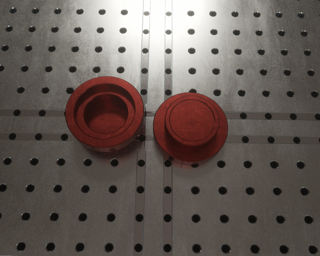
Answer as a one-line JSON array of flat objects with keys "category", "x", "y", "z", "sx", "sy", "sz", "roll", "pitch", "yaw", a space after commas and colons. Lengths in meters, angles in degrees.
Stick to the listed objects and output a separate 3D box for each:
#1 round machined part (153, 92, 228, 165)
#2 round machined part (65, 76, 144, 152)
[{"category": "round machined part", "x": 0.040, "y": -0.003, "z": 0.404, "sx": 0.099, "sy": 0.042, "sz": 0.098, "roll": 0, "pitch": 70, "yaw": -1}, {"category": "round machined part", "x": -0.069, "y": -0.015, "z": 0.407, "sx": 0.099, "sy": 0.042, "sz": 0.098, "roll": 0, "pitch": 70, "yaw": -1}]
